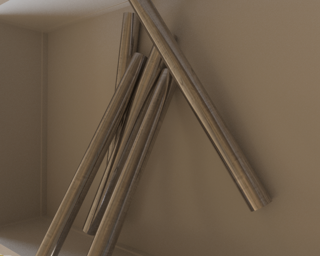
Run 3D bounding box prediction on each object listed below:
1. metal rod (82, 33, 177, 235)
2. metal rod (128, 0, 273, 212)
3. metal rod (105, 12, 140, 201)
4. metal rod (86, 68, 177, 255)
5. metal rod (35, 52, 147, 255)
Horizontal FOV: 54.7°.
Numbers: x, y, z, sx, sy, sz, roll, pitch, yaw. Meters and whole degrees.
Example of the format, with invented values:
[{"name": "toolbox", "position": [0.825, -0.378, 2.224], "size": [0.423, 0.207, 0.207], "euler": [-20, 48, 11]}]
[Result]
[{"name": "metal rod", "position": [-0.045, 0.013, 0.425], "size": [0.025, 0.025, 0.298], "euler": [30, 103, 36]}, {"name": "metal rod", "position": [0.036, -0.047, 0.356], "size": [0.025, 0.025, 0.299], "euler": [-38, 73, 33]}, {"name": "metal rod", "position": [-0.059, -0.014, 0.455], "size": [0.025, 0.025, 0.298], "euler": [12, 98, 39]}, {"name": "metal rod", "position": [-0.037, 0.064, 0.355], "size": [0.025, 0.025, 0.299], "euler": [7, 68, 40]}, {"name": "metal rod", "position": [-0.086, 0.036, 0.405], "size": [0.025, 0.025, 0.299], "euler": [16, 77, 39]}]
